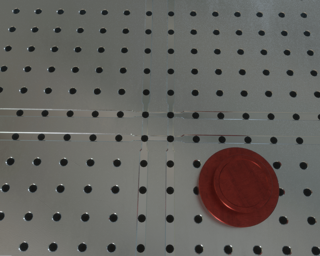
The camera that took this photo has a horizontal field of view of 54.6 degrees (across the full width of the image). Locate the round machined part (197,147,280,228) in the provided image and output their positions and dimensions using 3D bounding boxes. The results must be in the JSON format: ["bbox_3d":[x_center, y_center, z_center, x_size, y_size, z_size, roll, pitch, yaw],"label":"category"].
[{"bbox_3d":[0.097,0.070,0.378,0.099,0.042,0.098,0,70,0],"label":"round machined part"}]
